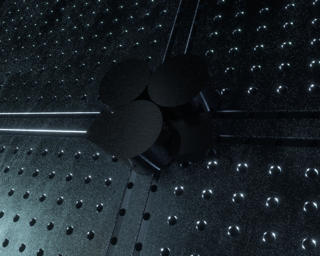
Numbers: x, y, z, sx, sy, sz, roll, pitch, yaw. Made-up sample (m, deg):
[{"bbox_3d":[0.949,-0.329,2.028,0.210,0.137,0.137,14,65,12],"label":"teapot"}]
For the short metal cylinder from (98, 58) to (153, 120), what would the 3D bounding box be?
[{"bbox_3d":[-0.039,-0.051,0.439,0.080,0.050,0.080,-13,56,21],"label":"short metal cylinder"}]

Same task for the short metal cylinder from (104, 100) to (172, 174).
[{"bbox_3d":[-0.023,0.012,0.393,0.080,0.050,0.080,-13,56,21],"label":"short metal cylinder"}]

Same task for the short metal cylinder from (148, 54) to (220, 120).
[{"bbox_3d":[0.031,-0.048,0.401,0.080,0.050,0.080,-13,56,21],"label":"short metal cylinder"}]

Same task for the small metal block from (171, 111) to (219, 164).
[{"bbox_3d":[0.042,0.012,0.375,0.050,0.025,0.050,-13,56,21],"label":"small metal block"}]

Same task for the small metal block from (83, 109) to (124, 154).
[{"bbox_3d":[-0.072,0.006,0.438,0.050,0.025,0.050,23,74,36],"label":"small metal block"}]
